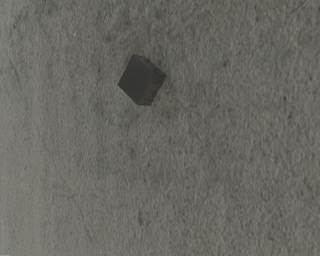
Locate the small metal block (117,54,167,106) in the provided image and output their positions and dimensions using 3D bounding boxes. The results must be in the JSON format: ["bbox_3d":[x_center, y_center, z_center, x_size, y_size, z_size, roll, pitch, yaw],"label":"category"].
[{"bbox_3d":[-0.025,-0.066,0.427,0.050,0.025,0.050,45,117,30],"label":"small metal block"}]
